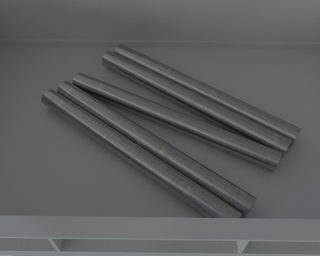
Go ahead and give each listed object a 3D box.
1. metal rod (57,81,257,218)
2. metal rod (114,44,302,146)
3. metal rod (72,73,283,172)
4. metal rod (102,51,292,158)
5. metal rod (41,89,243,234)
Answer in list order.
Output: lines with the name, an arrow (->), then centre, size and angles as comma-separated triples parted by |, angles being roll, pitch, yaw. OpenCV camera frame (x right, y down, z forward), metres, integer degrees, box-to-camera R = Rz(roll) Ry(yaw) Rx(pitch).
metal rod -> -0.021, 0.015, 0.391 | 0.300, 0.025, 0.025 | 31, 57, 23
metal rod -> 0.054, -0.057, 0.451 | 0.300, 0.025, 0.025 | 30, 56, 22
metal rod -> 0.010, -0.015, 0.416 | 0.301, 0.025, 0.025 | 23, 54, 18
metal rod -> 0.036, -0.042, 0.439 | 0.300, 0.025, 0.025 | 30, 56, 22
metal rod -> -0.039, 0.028, 0.380 | 0.300, 0.025, 0.025 | 31, 57, 23
